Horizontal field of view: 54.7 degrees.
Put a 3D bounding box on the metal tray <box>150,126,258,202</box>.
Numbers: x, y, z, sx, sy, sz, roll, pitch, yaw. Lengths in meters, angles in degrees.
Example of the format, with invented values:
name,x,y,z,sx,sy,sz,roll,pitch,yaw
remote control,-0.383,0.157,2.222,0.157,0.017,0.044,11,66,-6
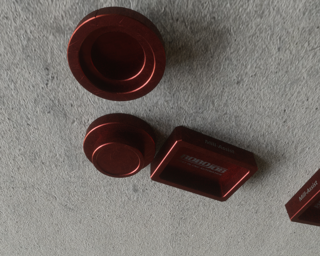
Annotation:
name,x,y,z,sx,sy,sz,roll,pitch,yaw
metal tray,0.062,0.056,0.452,0.131,0.030,0.089,20,127,-17

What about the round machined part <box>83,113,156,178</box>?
name,x,y,z,sx,sy,sz,roll,pitch,yaw
round machined part,-0.055,0.031,0.422,0.099,0.042,0.097,-1,130,0

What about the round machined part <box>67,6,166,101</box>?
name,x,y,z,sx,sy,sz,roll,pitch,yaw
round machined part,-0.044,-0.080,0.328,0.099,0.042,0.097,-1,130,0

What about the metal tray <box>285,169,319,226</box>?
name,x,y,z,sx,sy,sz,roll,pitch,yaw
metal tray,0.279,0.110,0.501,0.091,0.030,0.129,13,129,-12
